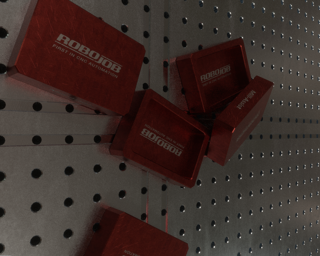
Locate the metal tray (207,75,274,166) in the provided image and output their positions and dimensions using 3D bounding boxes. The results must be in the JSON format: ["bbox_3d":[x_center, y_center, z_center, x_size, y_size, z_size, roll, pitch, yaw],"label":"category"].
[{"bbox_3d":[0.126,-0.012,0.484,0.131,0.030,0.089,-43,151,-32],"label":"metal tray"}]

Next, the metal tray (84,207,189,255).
[{"bbox_3d":[-0.028,0.165,0.384,0.130,0.030,0.090,38,67,-34],"label":"metal tray"}]

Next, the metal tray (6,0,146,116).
[{"bbox_3d":[-0.083,-0.075,0.337,0.131,0.030,0.090,23,76,-38],"label":"metal tray"}]

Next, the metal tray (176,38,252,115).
[{"bbox_3d":[0.090,-0.083,0.483,0.131,0.030,0.089,-27,107,-37],"label":"metal tray"}]

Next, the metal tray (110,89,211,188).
[{"bbox_3d":[0.007,0.017,0.413,0.130,0.030,0.090,31,70,-36],"label":"metal tray"}]
